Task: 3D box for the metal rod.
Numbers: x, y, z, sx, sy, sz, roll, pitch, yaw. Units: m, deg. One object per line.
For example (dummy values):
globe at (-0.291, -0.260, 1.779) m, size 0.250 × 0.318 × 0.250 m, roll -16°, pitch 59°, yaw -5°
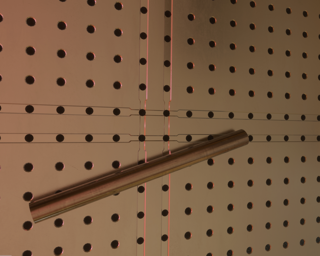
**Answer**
metal rod at (-0.012, 0.056, 0.409) m, size 0.302 × 0.025 × 0.025 m, roll -17°, pitch 96°, yaw -20°
